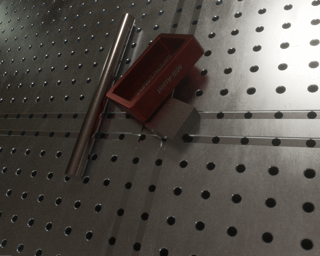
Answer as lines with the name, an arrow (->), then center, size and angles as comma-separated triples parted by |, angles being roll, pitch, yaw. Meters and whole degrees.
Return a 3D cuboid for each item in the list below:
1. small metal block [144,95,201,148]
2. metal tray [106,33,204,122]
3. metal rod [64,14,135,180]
small metal block -> 0.016, -0.010, 0.404 | 0.050, 0.025, 0.050 | 27, 76, 37
metal tray -> -0.009, -0.076, 0.438 | 0.130, 0.030, 0.090 | -50, 34, -8
metal rod -> -0.088, -0.064, 0.491 | 0.025, 0.025, 0.300 | -1, 61, 27
